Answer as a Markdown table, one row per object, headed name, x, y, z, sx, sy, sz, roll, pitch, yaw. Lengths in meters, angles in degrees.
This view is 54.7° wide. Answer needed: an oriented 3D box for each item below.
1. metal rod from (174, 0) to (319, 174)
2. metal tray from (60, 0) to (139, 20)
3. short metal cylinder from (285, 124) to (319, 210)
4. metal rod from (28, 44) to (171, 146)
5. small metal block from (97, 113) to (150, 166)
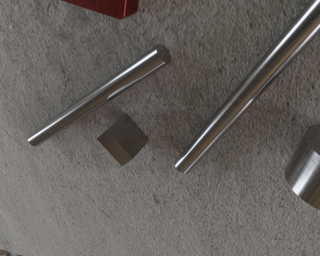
| name | x | y | z | sx | sy | sz | roll | pitch | yaw |
| --- | --- | --- | --- | --- | --- | --- | --- | --- | --- |
| metal rod | 0.098 | -0.043 | 0.327 | 0.025 | 0.025 | 0.298 | 37 | 129 | 3 |
| metal tray | -0.083 | -0.181 | 0.334 | 0.130 | 0.030 | 0.089 | 22 | 127 | 14 |
| short metal cylinder | 0.173 | 0.039 | 0.305 | 0.080 | 0.080 | 0.050 | 22 | 127 | 14 |
| metal rod | -0.104 | -0.032 | 0.439 | 0.299 | 0.025 | 0.025 | -26 | 105 | 36 |
| small metal block | -0.049 | 0.015 | 0.424 | 0.050 | 0.050 | 0.025 | 49 | 129 | -6 |
